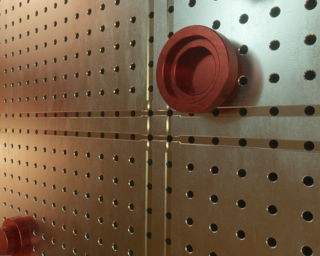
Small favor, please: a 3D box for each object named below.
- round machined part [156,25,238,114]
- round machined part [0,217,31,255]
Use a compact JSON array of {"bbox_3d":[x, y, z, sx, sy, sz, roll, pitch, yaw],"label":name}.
[{"bbox_3d":[0.046,-0.065,0.361,0.098,0.042,0.097,0,90,40],"label":"round machined part"},{"bbox_3d":[-0.322,0.244,0.667,0.098,0.042,0.097,0,90,40],"label":"round machined part"}]
